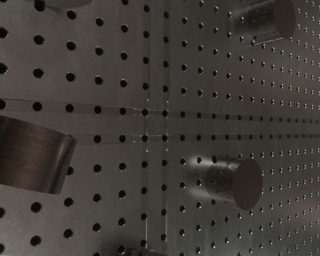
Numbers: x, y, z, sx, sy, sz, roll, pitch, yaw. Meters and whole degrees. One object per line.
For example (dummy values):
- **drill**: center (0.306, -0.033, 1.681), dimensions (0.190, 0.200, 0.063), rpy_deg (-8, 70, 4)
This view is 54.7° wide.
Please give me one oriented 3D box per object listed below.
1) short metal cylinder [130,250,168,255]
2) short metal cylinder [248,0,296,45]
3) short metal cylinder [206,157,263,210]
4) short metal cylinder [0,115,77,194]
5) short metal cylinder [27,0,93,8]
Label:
- **short metal cylinder**: center (-0.003, 0.185, 0.373), dimensions (0.080, 0.080, 0.050), rpy_deg (25, 74, -38)
- **short metal cylinder**: center (0.206, -0.198, 0.569), dimensions (0.081, 0.050, 0.079), rpy_deg (0, 90, -40)
- **short metal cylinder**: center (0.121, 0.087, 0.497), dimensions (0.081, 0.050, 0.079), rpy_deg (0, 90, -40)
- **short metal cylinder**: center (-0.121, 0.024, 0.273), dimensions (0.080, 0.080, 0.050), rpy_deg (24, 75, -38)
- **short metal cylinder**: center (-0.101, -0.153, 0.289), dimensions (0.081, 0.080, 0.050), rpy_deg (4, 88, -40)
